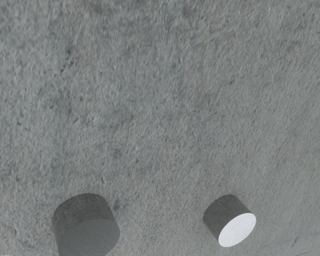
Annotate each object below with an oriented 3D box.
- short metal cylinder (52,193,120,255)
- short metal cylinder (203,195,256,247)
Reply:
[{"bbox_3d":[-0.101,0.136,0.421,0.081,0.050,0.079,-14,125,-21],"label":"short metal cylinder"},{"bbox_3d":[0.127,0.170,0.568,0.081,0.050,0.079,-14,125,-21],"label":"short metal cylinder"}]
